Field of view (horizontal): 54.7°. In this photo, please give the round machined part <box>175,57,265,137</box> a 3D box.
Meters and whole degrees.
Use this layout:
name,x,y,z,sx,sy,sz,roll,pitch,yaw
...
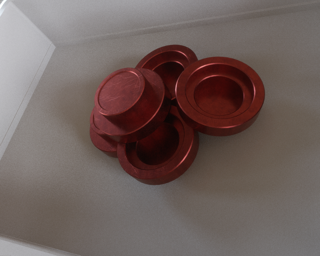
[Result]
name,x,y,z,sx,sy,sz,roll,pitch,yaw
round machined part,0.068,-0.033,0.363,0.099,0.042,0.098,-2,61,3

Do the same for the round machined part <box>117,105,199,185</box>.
name,x,y,z,sx,sy,sz,roll,pitch,yaw
round machined part,0.001,0.023,0.376,0.098,0.042,0.098,-13,56,20

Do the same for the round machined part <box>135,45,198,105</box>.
name,x,y,z,sx,sy,sz,roll,pitch,yaw
round machined part,0.012,-0.063,0.424,0.098,0.042,0.098,-13,56,20

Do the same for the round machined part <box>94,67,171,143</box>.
name,x,y,z,sx,sy,sz,roll,pitch,yaw
round machined part,-0.040,-0.034,0.377,0.098,0.042,0.098,-13,56,20

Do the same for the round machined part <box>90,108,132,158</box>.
name,x,y,z,sx,sy,sz,roll,pitch,yaw
round machined part,-0.056,-0.012,0.426,0.098,0.042,0.098,-13,56,20
